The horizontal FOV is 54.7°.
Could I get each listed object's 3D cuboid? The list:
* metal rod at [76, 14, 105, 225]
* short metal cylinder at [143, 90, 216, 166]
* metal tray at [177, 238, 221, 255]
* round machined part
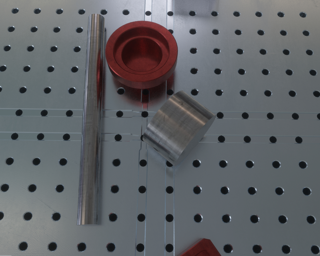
[{"bbox_3d":[-0.092,-0.025,0.419,0.025,0.025,0.299,-2,70,-1],"label":"metal rod"},{"bbox_3d":[0.024,0.001,0.382,0.050,0.080,0.080,39,75,13],"label":"short metal cylinder"},{"bbox_3d":[0.025,0.195,0.337,0.131,0.030,0.090,-32,73,-11],"label":"metal tray"},{"bbox_3d":[-0.025,-0.099,0.439,0.099,0.042,0.098,0,70,0],"label":"round machined part"}]
